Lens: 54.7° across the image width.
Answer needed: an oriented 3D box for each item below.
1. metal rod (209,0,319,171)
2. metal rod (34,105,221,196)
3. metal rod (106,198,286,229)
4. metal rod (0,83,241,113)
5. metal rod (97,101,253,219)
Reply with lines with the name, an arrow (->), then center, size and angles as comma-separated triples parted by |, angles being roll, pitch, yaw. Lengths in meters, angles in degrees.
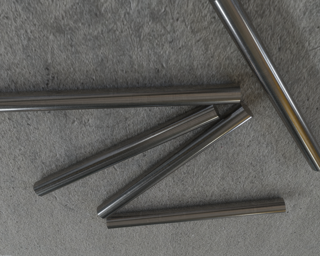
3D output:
metal rod -> 0.146, -0.038, 0.376 | 0.025, 0.025, 0.300 | -29, 125, 22
metal rod -> -0.059, 0.036, 0.436 | 0.300, 0.025, 0.025 | -25, 126, 19
metal rod -> 0.058, 0.147, 0.533 | 0.302, 0.025, 0.025 | -7, 130, 5
metal rod -> -0.056, -0.036, 0.375 | 0.302, 0.025, 0.025 | -2, 130, 1
metal rod -> 0.006, 0.060, 0.457 | 0.025, 0.025, 0.299 | 36, 121, -27
